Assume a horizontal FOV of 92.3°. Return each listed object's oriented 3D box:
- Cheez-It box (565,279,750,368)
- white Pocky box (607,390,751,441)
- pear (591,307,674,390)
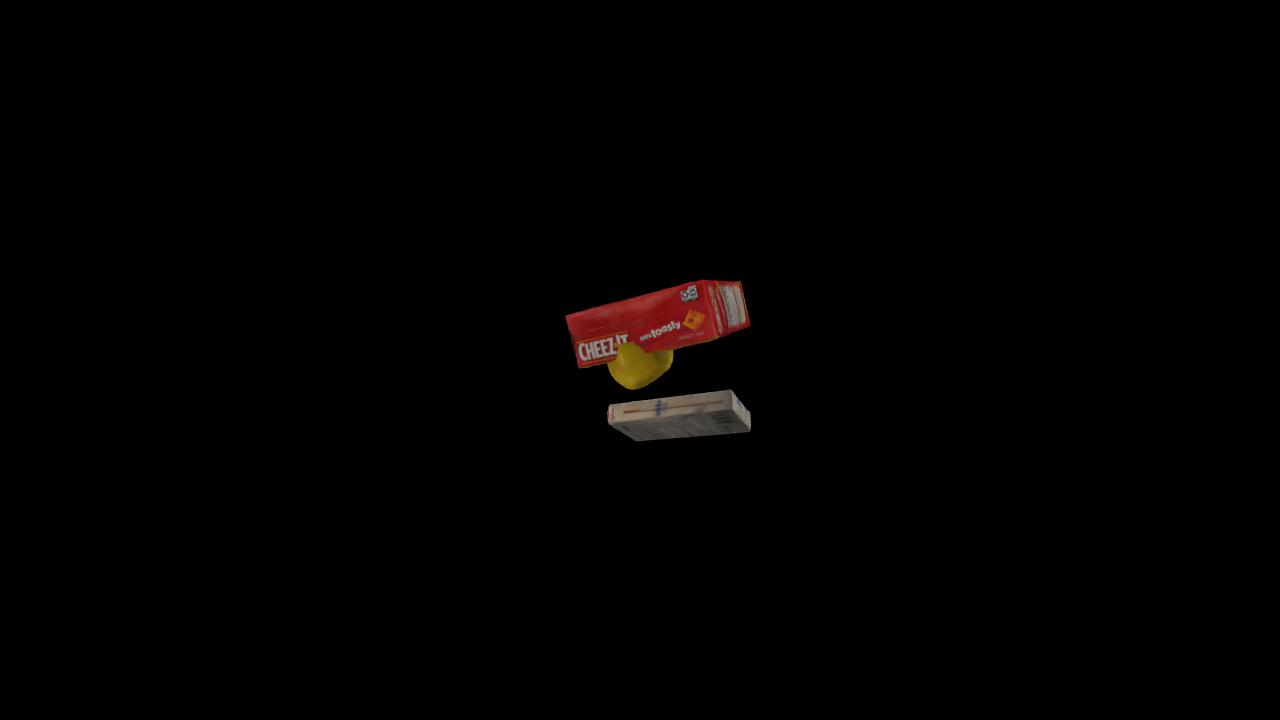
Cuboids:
[{"bbox_3d":[0.034,-0.047,0.753,0.166,0.071,0.223,-14,1,20],"label":"Cheez-It box"},{"bbox_3d":[0.048,0.069,0.734,0.154,0.028,0.084,-8,-25,22],"label":"white Pocky box"},{"bbox_3d":[-0.013,-0.025,0.693,0.080,0.111,0.080,-31,-8,-5],"label":"pear"}]
